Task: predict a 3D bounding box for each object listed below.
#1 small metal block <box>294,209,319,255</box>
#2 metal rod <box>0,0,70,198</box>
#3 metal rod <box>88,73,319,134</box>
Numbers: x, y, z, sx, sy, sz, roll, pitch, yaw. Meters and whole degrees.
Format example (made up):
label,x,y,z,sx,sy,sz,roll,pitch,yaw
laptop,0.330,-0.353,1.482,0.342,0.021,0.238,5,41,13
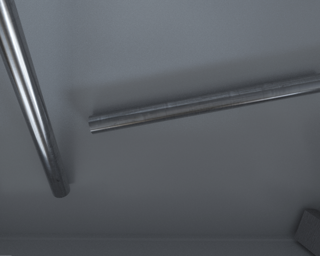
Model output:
label,x,y,z,sx,sy,sz,roll,pitch,yaw
small metal block,0.233,0.155,0.454,0.025,0.050,0.050,5,107,-28
metal rod,-0.138,-0.017,0.341,0.025,0.025,0.298,1,134,-1
metal rod,0.058,-0.031,0.400,0.302,0.025,0.025,-10,110,3
